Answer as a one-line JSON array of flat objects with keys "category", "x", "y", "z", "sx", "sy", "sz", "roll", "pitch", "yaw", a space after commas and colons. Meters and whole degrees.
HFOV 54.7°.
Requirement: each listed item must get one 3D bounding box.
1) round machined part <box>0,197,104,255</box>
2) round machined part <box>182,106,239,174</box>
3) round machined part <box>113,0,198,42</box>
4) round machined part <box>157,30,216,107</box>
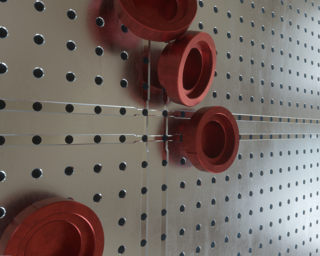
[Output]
[{"category": "round machined part", "x": -0.109, "y": 0.118, "z": 0.308, "sx": 0.099, "sy": 0.042, "sz": 0.097, "roll": 0, "pitch": 90, "yaw": -40}, {"category": "round machined part", "x": 0.071, "y": 0.017, "z": 0.461, "sx": 0.099, "sy": 0.042, "sz": 0.097, "roll": 0, "pitch": 90, "yaw": -40}, {"category": "round machined part", "x": -0.008, "y": -0.146, "z": 0.376, "sx": 0.099, "sy": 0.042, "sz": 0.098, "roll": 6, "pitch": 70, "yaw": -17}, {"category": "round machined part", "x": 0.034, "y": -0.080, "z": 0.414, "sx": 0.099, "sy": 0.042, "sz": 0.097, "roll": -31, "pitch": 130, "yaw": -46}]
